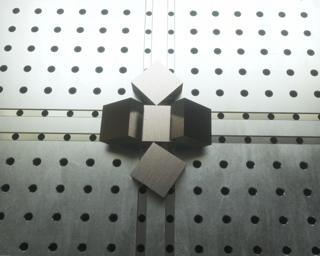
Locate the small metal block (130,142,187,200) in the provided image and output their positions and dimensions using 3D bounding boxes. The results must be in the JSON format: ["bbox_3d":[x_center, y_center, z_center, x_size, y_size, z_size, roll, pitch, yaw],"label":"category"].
[{"bbox_3d":[-0.002,0.054,0.391,0.050,0.025,0.050,32,74,12],"label":"small metal block"}]

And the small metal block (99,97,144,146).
[{"bbox_3d":[-0.049,-0.007,0.401,0.050,0.025,0.050,-12,67,35],"label":"small metal block"}]

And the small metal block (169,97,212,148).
[{"bbox_3d":[0.040,-0.005,0.399,0.050,0.025,0.050,19,65,-37],"label":"small metal block"}]

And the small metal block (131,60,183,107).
[{"bbox_3d":[-0.004,-0.058,0.433,0.050,0.025,0.050,-42,75,-14],"label":"small metal block"}]

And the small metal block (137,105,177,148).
[{"bbox_3d":[-0.003,-0.002,0.412,0.050,0.025,0.050,1,69,0],"label":"small metal block"}]
